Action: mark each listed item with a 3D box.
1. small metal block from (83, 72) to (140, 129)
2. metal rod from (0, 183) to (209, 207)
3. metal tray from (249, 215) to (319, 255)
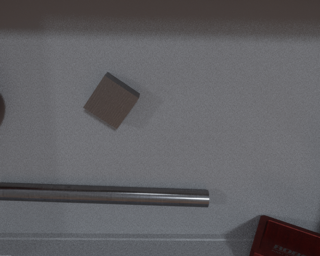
[{"bbox_3d":[-0.061,-0.035,0.397,0.050,0.025,0.050,34,106,-12],"label":"small metal block"},{"bbox_3d":[-0.081,0.096,0.445,0.302,0.025,0.025,2,110,-2],"label":"metal rod"},{"bbox_3d":[0.193,0.174,0.417,0.130,0.090,0.030,15,113,22],"label":"metal tray"}]
